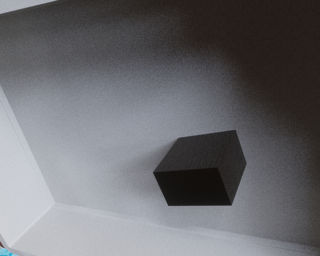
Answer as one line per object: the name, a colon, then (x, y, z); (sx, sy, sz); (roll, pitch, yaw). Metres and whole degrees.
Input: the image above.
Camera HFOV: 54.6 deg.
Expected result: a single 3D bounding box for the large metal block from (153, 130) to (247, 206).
large metal block: (0.051, 0.048, 0.376); (0.080, 0.080, 0.050); (-9, 114, 32)
